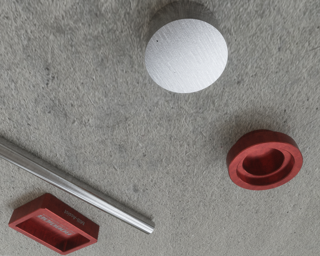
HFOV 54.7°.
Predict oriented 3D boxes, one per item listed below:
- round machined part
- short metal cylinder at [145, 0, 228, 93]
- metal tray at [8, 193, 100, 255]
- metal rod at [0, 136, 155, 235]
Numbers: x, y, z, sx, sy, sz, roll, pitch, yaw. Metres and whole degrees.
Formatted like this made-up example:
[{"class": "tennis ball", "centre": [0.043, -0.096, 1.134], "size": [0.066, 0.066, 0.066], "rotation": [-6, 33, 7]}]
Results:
[{"class": "round machined part", "centre": [0.142, 0.040, 0.433], "size": [0.099, 0.042, 0.097], "rotation": [-1, 130, 0]}, {"class": "short metal cylinder", "centre": [0.025, -0.083, 0.320], "size": [0.081, 0.050, 0.079], "rotation": [0, 130, 0]}, {"class": "metal tray", "centre": [-0.184, 0.174, 0.549], "size": [0.090, 0.030, 0.130], "rotation": [-28, 125, 21]}, {"class": "metal rod", "centre": [-0.123, 0.100, 0.490], "size": [0.025, 0.025, 0.301], "rotation": [-37, 122, 27]}]
